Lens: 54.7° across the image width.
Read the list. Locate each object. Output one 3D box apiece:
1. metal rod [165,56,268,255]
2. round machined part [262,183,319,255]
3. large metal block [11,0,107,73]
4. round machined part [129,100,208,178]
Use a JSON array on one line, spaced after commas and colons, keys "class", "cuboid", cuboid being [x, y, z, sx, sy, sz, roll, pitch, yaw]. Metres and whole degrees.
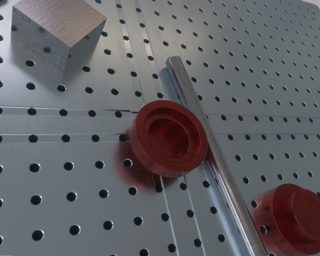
[{"class": "metal rod", "cuboid": [0.070, 0.026, 0.429, 0.025, 0.025, 0.299, -7, 65, -31]}, {"class": "round machined part", "cuboid": [0.194, 0.123, 0.427, 0.099, 0.042, 0.098, 14, 56, -21]}, {"class": "large metal block", "cuboid": [-0.130, -0.132, 0.402, 0.080, 0.050, 0.080, 36, 51, -4]}, {"class": "round machined part", "cuboid": [0.007, 0.017, 0.391, 0.099, 0.042, 0.098, 14, 56, -21]}]
